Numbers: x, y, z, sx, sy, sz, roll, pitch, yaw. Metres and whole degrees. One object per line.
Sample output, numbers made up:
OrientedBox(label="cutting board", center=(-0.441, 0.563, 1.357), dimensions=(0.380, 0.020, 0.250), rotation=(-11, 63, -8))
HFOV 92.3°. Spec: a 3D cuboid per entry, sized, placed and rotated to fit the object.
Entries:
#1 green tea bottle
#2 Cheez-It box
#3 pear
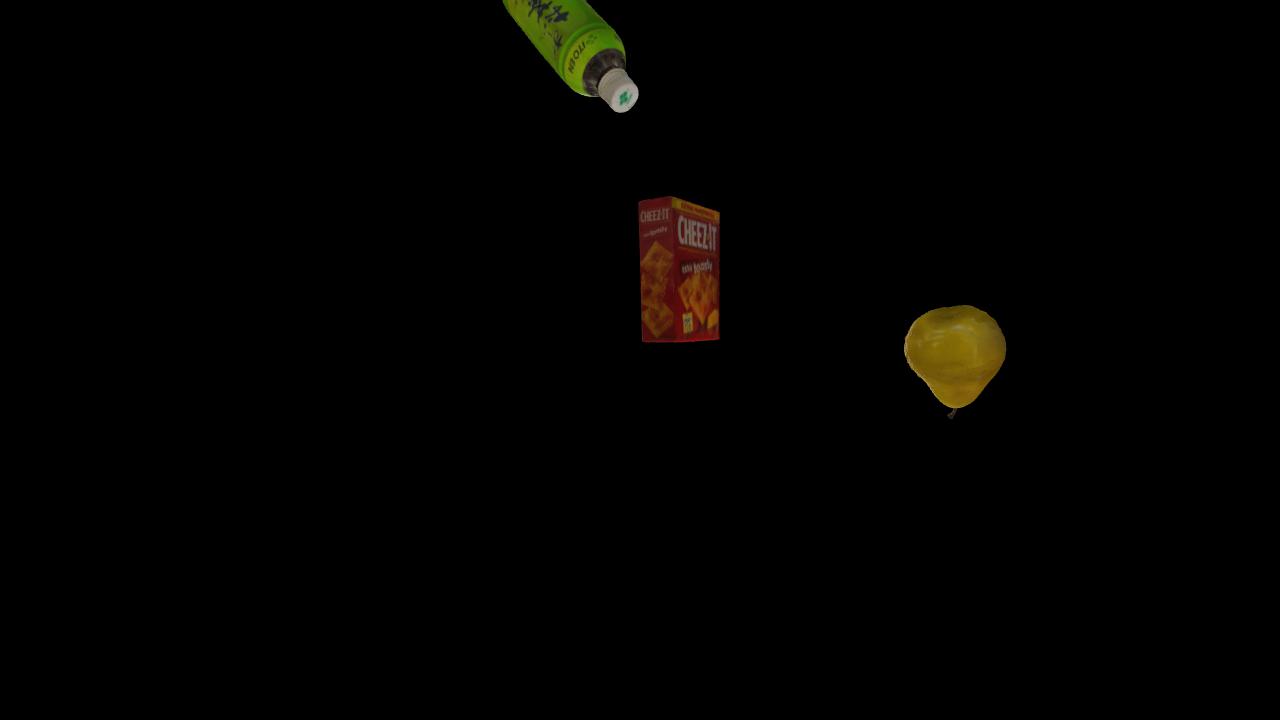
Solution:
OrientedBox(label="green tea bottle", center=(-0.067, -0.324, 0.619), dimensions=(0.073, 0.212, 0.073), rotation=(-29, -23, -13))
OrientedBox(label="Cheez-It box", center=(0.069, -0.141, 1.005), dimensions=(0.071, 0.223, 0.166), rotation=(1, 3, 32))
OrientedBox(label="pear", center=(0.284, 0.009, 0.548), dimensions=(0.080, 0.111, 0.080), rotation=(-21, 19, 8))
